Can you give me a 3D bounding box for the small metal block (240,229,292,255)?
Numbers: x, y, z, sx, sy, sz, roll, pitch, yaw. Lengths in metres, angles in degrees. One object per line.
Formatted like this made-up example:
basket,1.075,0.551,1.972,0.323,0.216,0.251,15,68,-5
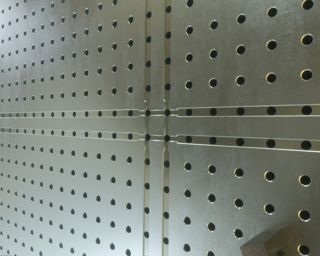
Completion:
small metal block,0.109,0.132,0.303,0.025,0.050,0.050,-28,73,36
